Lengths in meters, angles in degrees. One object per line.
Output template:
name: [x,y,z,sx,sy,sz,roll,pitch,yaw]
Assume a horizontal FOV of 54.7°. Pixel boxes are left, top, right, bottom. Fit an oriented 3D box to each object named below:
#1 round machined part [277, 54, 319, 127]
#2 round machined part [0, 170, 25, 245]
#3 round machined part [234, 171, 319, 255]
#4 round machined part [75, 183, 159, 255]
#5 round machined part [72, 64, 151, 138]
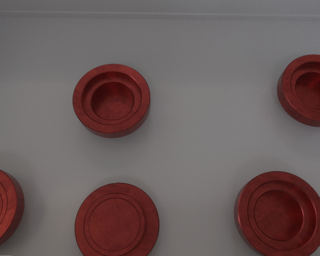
round machined part: [0.207,-0.047,0.419,0.099,0.042,0.098,0,70,0]
round machined part: [-0.209,0.096,0.364,0.099,0.042,0.098,0,70,0]
round machined part: [0.136,0.103,0.364,0.099,0.042,0.098,0,70,0]
round machined part: [-0.050,0.112,0.359,0.099,0.042,0.098,0,70,0]
round machined part: [-0.062,-0.033,0.412,0.099,0.042,0.098,0,70,0]
